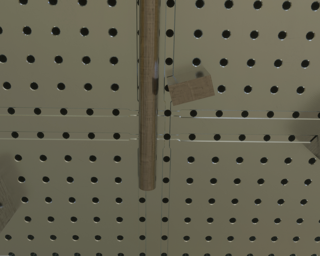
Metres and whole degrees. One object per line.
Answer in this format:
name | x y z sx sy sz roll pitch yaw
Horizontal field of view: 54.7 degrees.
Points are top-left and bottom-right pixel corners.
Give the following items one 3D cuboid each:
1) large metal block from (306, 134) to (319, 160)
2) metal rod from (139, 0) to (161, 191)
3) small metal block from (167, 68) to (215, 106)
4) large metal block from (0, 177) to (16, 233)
large metal block | 0.252 0.026 0.397 0.050 0.080 0.080 36 106 -13
metal rod | -0.014 -0.056 0.392 0.025 0.025 0.298 1 110 -1
small metal block | 0.036 -0.052 0.382 0.050 0.050 0.025 -14 110 5
large metal block | -0.267 0.108 0.436 0.080 0.050 0.079 -12 110 4
